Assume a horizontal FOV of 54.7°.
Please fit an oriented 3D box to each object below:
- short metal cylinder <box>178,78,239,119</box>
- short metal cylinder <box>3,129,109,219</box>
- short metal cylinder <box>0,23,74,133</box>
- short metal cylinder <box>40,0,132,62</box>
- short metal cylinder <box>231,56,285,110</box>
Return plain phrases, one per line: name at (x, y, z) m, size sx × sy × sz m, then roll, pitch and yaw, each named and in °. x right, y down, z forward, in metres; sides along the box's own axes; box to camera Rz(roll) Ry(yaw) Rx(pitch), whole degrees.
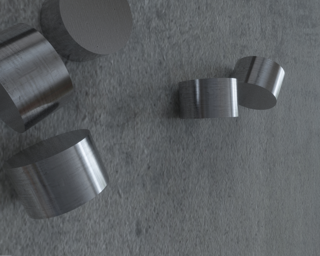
short metal cylinder at (0.067, -0.039, 0.427) m, size 0.081 × 0.080 × 0.050 m, roll -5°, pitch 94°, yaw -40°
short metal cylinder at (-0.095, 0.040, 0.291) m, size 0.081 × 0.080 × 0.050 m, roll -31°, pitch 110°, yaw -36°
short metal cylinder at (-0.122, -0.042, 0.268) m, size 0.050 × 0.080 × 0.080 m, roll -42°, pitch 116°, yaw -32°
short metal cylinder at (-0.077, -0.113, 0.325) m, size 0.081 × 0.050 × 0.079 m, roll 0°, pitch 90°, yaw -40°
short metal cylinder at (0.154, -0.071, 0.501) m, size 0.080 × 0.080 × 0.050 m, roll 36°, pitch 68°, yaw -35°
